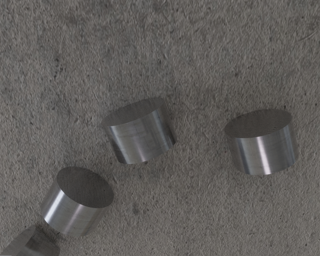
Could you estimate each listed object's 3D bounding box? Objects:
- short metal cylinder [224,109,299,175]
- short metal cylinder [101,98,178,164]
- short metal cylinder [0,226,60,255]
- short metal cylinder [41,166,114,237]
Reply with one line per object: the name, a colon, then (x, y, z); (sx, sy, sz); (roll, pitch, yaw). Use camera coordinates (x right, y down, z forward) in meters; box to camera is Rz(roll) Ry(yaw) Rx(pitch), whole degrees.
short metal cylinder: (0.126, 0.016, 0.387); (0.080, 0.080, 0.050); (-17, 109, 6)
short metal cylinder: (-0.025, 0.002, 0.381); (0.080, 0.080, 0.050); (-18, 109, 6)
short metal cylinder: (-0.194, 0.190, 0.449); (0.080, 0.080, 0.050); (-37, 106, 12)
short metal cylinder: (-0.110, 0.096, 0.415); (0.080, 0.080, 0.050); (29, 108, -10)
